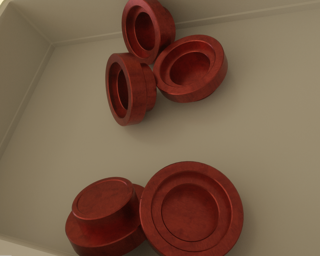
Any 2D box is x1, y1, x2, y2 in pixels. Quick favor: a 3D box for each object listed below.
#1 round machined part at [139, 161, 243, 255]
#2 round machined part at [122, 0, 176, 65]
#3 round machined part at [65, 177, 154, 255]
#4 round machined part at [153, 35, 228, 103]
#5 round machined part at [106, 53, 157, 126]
[{"bbox_3d":[0.029,0.086,0.310,0.099,0.042,0.098,2,61,-3],"label":"round machined part"},{"bbox_3d":[-0.014,-0.147,0.467,0.042,0.097,0.098,-22,43,-32],"label":"round machined part"},{"bbox_3d":[-0.056,0.090,0.339,0.098,0.042,0.098,-12,25,6],"label":"round machined part"},{"bbox_3d":[0.043,-0.074,0.417,0.098,0.042,0.098,-13,56,20],"label":"round machined part"},{"bbox_3d":[-0.038,-0.054,0.423,0.042,0.097,0.098,-10,46,-26],"label":"round machined part"}]
